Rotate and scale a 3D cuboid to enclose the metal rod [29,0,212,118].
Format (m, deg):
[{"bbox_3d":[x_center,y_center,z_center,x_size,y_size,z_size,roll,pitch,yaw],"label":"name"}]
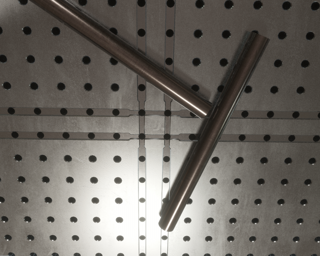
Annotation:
[{"bbox_3d":[-0.063,-0.104,0.374,0.301,0.025,0.025,33,107,-12],"label":"metal rod"}]

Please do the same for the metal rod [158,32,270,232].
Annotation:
[{"bbox_3d":[0.065,0.018,0.421,0.025,0.025,0.298,21,109,-8],"label":"metal rod"}]
